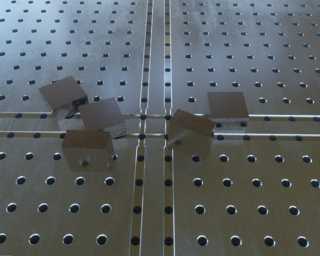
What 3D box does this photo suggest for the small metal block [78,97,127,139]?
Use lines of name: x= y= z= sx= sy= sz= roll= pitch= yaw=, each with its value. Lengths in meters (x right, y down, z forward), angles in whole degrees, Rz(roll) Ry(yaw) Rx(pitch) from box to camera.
small metal block: x=-0.077 y=-0.010 z=0.415 sx=0.050 sy=0.025 sz=0.050 roll=-17 pitch=52 yaw=-15

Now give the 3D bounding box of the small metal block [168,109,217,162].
small metal block: x=0.039 y=0.009 z=0.384 sx=0.050 sy=0.050 sz=0.025 roll=21 pitch=53 yaw=16

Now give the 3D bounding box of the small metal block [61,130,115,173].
small metal block: x=-0.083 y=0.028 z=0.366 sx=0.050 sy=0.050 sz=0.025 roll=3 pitch=50 yaw=2

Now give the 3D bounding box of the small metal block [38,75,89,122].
small metal block: x=-0.136 y=-0.043 z=0.442 sx=0.050 sy=0.025 sz=0.050 roll=-28 pitch=56 yaw=-22

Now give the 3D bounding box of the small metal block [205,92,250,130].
small metal block: x=0.092 y=-0.024 z=0.429 sx=0.050 sy=0.025 sz=0.050 roll=0 pitch=50 yaw=-1
